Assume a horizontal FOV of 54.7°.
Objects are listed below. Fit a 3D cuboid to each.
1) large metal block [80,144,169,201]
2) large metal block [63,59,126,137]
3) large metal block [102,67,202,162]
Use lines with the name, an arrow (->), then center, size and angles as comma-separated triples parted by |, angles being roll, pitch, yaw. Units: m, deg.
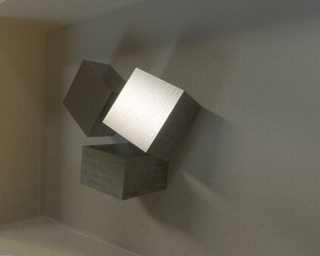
large metal block -> -0.046, 0.053, 0.407 | 0.080, 0.081, 0.050 | 10, 97, 39
large metal block -> -0.091, -0.043, 0.463 | 0.080, 0.050, 0.080 | 48, 118, 29
large metal block -> -0.010, -0.017, 0.382 | 0.080, 0.050, 0.080 | 31, 90, 35
